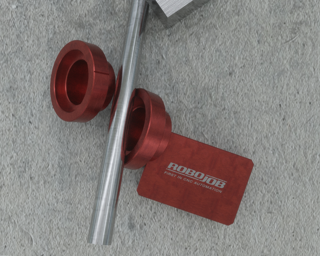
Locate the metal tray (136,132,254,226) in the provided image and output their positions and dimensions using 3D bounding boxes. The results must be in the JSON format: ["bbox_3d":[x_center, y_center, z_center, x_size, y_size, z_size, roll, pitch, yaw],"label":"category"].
[{"bbox_3d":[0.045,0.063,0.408,0.131,0.030,0.090,19,90,-1],"label":"metal tray"}]

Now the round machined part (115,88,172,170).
[{"bbox_3d":[-0.023,0.004,0.382,0.042,0.098,0.098,20,90,-33],"label":"round machined part"}]

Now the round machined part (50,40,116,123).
[{"bbox_3d":[-0.092,-0.055,0.383,0.098,0.042,0.097,-3,85,43],"label":"round machined part"}]

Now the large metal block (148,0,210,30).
[{"bbox_3d":[0.019,-0.189,0.398,0.080,0.050,0.080,-35,90,0],"label":"large metal block"}]

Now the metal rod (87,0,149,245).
[{"bbox_3d":[-0.044,-0.022,0.364,0.025,0.025,0.299,7,72,-1],"label":"metal rod"}]
